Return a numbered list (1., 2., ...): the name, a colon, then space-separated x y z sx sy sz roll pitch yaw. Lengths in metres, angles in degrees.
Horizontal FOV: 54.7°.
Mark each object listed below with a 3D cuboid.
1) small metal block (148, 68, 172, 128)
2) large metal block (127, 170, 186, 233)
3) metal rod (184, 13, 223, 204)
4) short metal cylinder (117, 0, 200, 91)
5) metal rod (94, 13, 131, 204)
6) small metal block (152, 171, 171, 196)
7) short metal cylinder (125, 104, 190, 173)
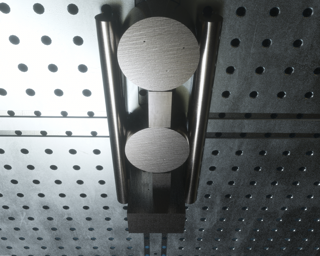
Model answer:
1. small metal block: 0.000 -0.036 0.363 0.025 0.050 0.050 1 130 -1
2. large metal block: -0.005 0.110 0.469 0.081 0.080 0.050 1 130 -1
3. metal rod: 0.050 0.001 0.412 0.025 0.025 0.298 0 130 -1
4. short metal cylinder: -0.001 -0.085 0.322 0.081 0.050 0.079 0 130 0
5. metal rod: -0.056 0.001 0.410 0.025 0.025 0.298 0 130 -1
6. small metal block: 0.002 0.063 0.448 0.025 0.050 0.050 0 130 0
7. short metal cylinder: -0.003 0.013 0.406 0.081 0.050 0.079 0 130 0
